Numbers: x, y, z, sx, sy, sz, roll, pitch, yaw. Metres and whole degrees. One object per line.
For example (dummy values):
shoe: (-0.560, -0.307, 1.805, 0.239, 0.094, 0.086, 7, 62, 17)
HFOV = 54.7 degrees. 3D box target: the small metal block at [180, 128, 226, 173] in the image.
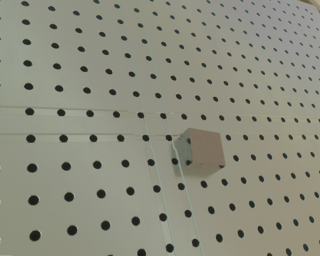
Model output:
small metal block: (0.058, 0.031, 0.422, 0.050, 0.025, 0.050, 10, 58, -23)
